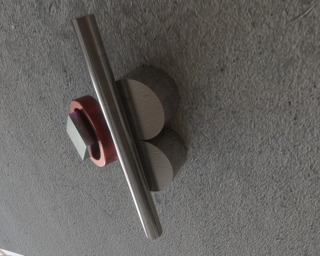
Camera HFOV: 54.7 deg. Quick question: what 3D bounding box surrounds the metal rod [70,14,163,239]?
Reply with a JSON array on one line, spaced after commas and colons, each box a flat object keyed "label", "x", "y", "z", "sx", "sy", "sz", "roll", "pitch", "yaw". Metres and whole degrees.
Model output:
[{"label": "metal rod", "x": -0.044, "y": 0.017, "z": 0.378, "sx": 0.025, "sy": 0.025, "sz": 0.298, "roll": -1, "pitch": 118, "yaw": 29}]

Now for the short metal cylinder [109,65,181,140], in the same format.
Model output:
[{"label": "short metal cylinder", "x": -0.021, "y": -0.032, "z": 0.384, "sx": 0.080, "sy": 0.050, "sz": 0.079, "roll": 13, "pitch": 124, "yaw": 21}]

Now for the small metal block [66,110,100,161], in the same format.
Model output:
[{"label": "small metal block", "x": -0.101, "y": 0.009, "z": 0.415, "sx": 0.050, "sy": 0.025, "sz": 0.050, "roll": 57, "pitch": 151, "yaw": 14}]

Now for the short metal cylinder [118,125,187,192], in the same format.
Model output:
[{"label": "short metal cylinder", "x": -0.010, "y": 0.039, "z": 0.421, "sx": 0.080, "sy": 0.050, "sz": 0.079, "roll": 13, "pitch": 123, "yaw": 21}]

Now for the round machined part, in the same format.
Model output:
[{"label": "round machined part", "x": -0.081, "y": 0.001, "z": 0.424, "sx": 0.098, "sy": 0.042, "sz": 0.097, "roll": 40, "pitch": 143, "yaw": 39}]
